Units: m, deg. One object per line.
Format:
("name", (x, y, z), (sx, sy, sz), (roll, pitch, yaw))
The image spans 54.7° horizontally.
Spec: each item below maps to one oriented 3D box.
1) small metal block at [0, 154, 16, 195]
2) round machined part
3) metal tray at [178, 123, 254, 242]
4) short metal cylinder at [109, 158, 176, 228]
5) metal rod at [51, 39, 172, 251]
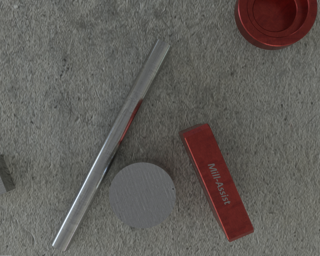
("small metal block", (-0.229, 0.068, 0.408), (0.050, 0.025, 0.050), (-22, 90, 0))
("round machined part", (0.146, -0.150, 0.403), (0.099, 0.042, 0.097), (0, 90, 0))
("metal tray", (0.064, 0.060, 0.378), (0.030, 0.090, 0.129), (-23, 90, 0))
("short metal cylinder", (-0.021, 0.081, 0.397), (0.081, 0.050, 0.080), (0, 90, 0))
("metal rod", (-0.063, 0.022, 0.409), (0.025, 0.025, 0.299), (27, 90, 0))
